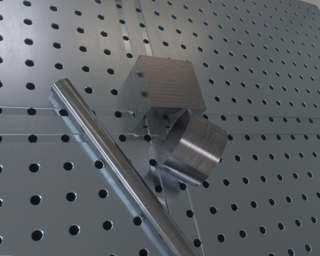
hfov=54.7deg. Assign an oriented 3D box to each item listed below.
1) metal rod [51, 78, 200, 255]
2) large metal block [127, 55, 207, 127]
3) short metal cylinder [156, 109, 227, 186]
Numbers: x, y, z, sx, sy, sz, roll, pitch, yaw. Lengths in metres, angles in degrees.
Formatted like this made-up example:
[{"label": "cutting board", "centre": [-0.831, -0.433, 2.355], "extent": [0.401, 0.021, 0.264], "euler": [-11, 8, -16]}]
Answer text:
[{"label": "metal rod", "centre": [-0.030, 0.065, 0.352], "extent": [0.025, 0.025, 0.300], "euler": [-31, 79, -38]}, {"label": "large metal block", "centre": [0.007, -0.049, 0.426], "extent": [0.081, 0.050, 0.080], "euler": [1, 61, -28]}, {"label": "short metal cylinder", "centre": [0.037, 0.024, 0.379], "extent": [0.050, 0.080, 0.080], "euler": [30, 52, -9]}]
